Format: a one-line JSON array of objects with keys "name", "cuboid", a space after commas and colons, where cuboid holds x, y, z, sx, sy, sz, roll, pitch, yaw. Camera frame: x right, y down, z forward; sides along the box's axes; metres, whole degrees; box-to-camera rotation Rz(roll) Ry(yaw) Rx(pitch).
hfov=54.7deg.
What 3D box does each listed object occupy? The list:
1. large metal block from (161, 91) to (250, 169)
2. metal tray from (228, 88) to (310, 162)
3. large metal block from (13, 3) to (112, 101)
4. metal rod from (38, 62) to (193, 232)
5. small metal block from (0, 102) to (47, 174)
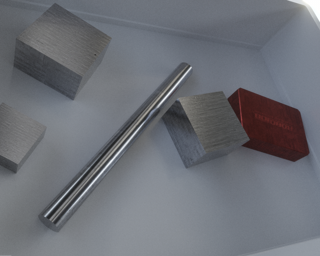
[{"name": "large metal block", "cuboid": [0.061, 0.000, 0.424, 0.081, 0.050, 0.080, -13, 68, -34]}, {"name": "metal tray", "cuboid": [0.175, -0.005, 0.502, 0.131, 0.030, 0.090, 17, 55, -19]}, {"name": "large metal block", "cuboid": [-0.119, -0.095, 0.384, 0.080, 0.050, 0.080, 30, 52, -9]}, {"name": "metal rod", "cuboid": [-0.033, 0.000, 0.389, 0.025, 0.025, 0.301, 40, 51, -2]}, {"name": "small metal block", "cuboid": [-0.154, 0.010, 0.317, 0.050, 0.025, 0.050, 31, 52, -9]}]
